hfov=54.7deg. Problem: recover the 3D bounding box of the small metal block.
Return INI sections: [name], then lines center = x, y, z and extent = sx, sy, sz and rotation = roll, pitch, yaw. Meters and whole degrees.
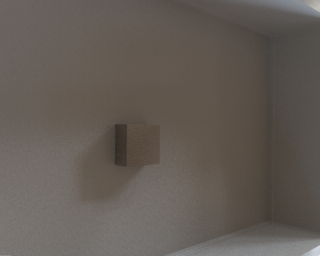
[small metal block]
center = -0.027, 0.020, 0.386
extent = 0.050, 0.025, 0.050
rotation = 1, 90, -40
